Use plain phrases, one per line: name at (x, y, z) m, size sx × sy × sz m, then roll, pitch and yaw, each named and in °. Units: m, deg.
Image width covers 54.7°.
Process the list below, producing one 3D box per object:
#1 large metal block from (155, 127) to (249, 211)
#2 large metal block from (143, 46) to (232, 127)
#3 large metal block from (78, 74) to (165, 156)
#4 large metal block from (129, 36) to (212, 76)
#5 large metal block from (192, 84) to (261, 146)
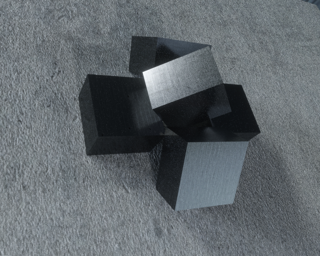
large metal block at (0.047, 0.044, 0.362) m, size 0.081 × 0.079 × 0.050 m, roll 1°, pitch 18°, yaw -27°
large metal block at (0.036, -0.043, 0.374) m, size 0.080 × 0.080 × 0.050 m, roll -20°, pitch 66°, yaw 11°
large metal block at (-0.048, -0.015, 0.373) m, size 0.081 × 0.050 × 0.080 m, roll -1°, pitch 62°, yaw -29°
large metal block at (0.011, -0.096, 0.429) m, size 0.081 × 0.080 × 0.050 m, roll -1°, pitch 106°, yaw -29°
large metal block at (0.084, -0.017, 0.444) m, size 0.081 × 0.050 × 0.080 m, roll 0°, pitch 62°, yaw -29°
